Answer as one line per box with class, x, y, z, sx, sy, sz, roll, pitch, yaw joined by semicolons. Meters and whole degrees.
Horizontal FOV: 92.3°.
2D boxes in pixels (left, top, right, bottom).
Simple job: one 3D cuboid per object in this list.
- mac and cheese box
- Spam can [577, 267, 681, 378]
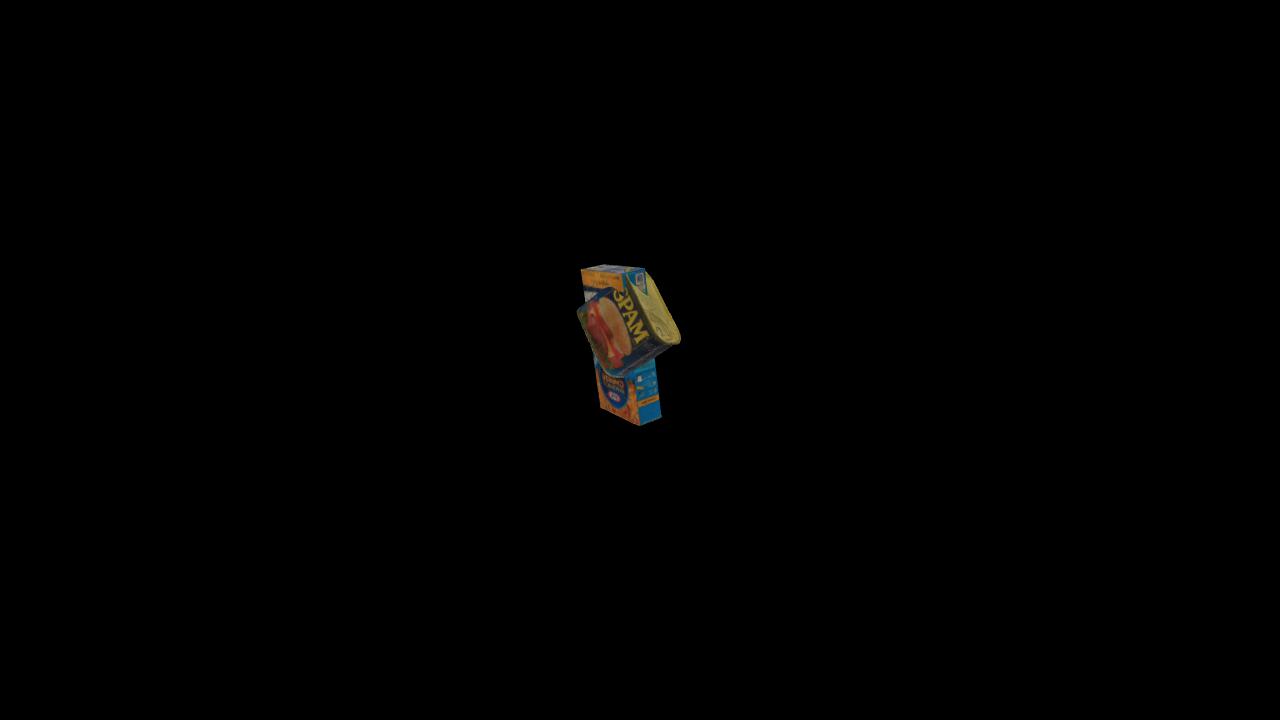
mac and cheese box;-0.023;-0.020;0.744;0.041;0.184;0.093;-18;20;-33
Spam can;-0.015;-0.041;0.708;0.085;0.101;0.058;-34;-18;28
